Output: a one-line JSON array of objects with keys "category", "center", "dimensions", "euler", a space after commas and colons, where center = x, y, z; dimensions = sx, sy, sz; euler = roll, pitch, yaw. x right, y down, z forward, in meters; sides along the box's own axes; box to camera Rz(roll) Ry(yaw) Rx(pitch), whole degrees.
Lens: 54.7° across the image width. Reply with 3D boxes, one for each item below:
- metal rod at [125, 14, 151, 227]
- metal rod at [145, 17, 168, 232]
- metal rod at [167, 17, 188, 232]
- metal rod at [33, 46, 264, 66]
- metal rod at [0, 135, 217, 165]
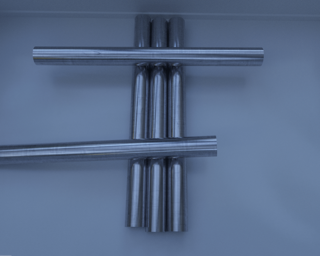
[{"category": "metal rod", "center": [-0.027, -0.023, 0.417], "dimensions": [0.025, 0.025, 0.299], "euler": [1, 70, 0]}, {"category": "metal rod", "center": [-0.003, -0.018, 0.415], "dimensions": [0.025, 0.025, 0.299], "euler": [1, 70, 0]}, {"category": "metal rod", "center": [0.023, -0.019, 0.415], "dimensions": [0.025, 0.025, 0.299], "euler": [1, 70, 0]}, {"category": "metal rod", "center": [-0.015, -0.096, 0.417], "dimensions": [0.302, 0.025, 0.025], "euler": [0, 70, 0]}, {"category": "metal rod", "center": [-0.084, 0.028, 0.378], "dimensions": [0.302, 0.025, 0.025], "euler": [-3, 70, 6]}]
